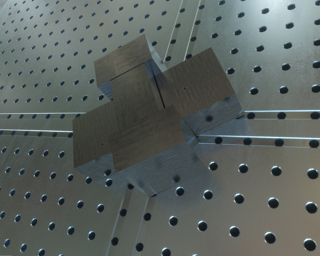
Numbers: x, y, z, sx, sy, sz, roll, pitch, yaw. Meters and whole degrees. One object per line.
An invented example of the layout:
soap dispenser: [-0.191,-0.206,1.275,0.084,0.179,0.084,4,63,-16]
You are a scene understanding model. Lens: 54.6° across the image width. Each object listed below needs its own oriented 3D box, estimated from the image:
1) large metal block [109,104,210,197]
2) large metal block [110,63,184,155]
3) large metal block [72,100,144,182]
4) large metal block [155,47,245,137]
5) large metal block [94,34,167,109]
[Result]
large metal block: [0.001,0.029,0.355,0.080,0.080,0.050,-25,53,12]
large metal block: [-0.016,-0.020,0.394,0.050,0.080,0.080,-26,53,13]
large metal block: [-0.069,0.016,0.421,0.080,0.050,0.080,-24,53,14]
large metal block: [0.049,-0.042,0.392,0.080,0.050,0.080,-26,55,12]
large metal block: [-0.033,-0.070,0.433,0.080,0.080,0.050,-25,52,13]
